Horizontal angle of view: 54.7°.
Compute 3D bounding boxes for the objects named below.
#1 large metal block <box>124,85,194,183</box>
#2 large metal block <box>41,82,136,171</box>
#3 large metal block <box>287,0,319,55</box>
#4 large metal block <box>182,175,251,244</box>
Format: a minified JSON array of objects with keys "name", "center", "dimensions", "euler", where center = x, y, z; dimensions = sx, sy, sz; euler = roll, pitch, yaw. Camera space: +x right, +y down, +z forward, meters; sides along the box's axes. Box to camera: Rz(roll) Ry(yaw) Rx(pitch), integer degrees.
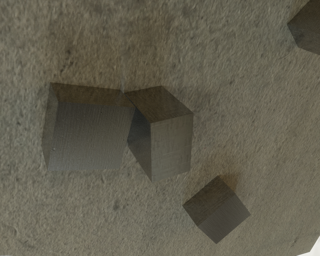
[{"name":"large metal block","center":[-0.004,0.004,0.373],"dimensions":[0.050,0.080,0.079],"euler":[-14,124,-21]},{"name":"large metal block","center":[-0.082,0.000,0.346],"dimensions":[0.081,0.050,0.079],"euler":[3,117,-30]},{"name":"large metal block","center":[0.237,-0.143,0.415],"dimensions":[0.080,0.080,0.050],"euler":[-47,130,4]},{"name":"large metal block","center":[0.099,0.142,0.535],"dimensions":[0.080,0.050,0.080],"euler":[-40,130,-1]}]
